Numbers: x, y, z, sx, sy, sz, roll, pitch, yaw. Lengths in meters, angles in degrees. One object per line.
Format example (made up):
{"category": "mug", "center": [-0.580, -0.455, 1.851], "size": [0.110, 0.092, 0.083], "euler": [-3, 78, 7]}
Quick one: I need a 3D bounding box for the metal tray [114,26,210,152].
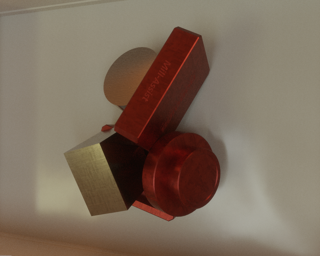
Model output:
{"category": "metal tray", "center": [0.008, -0.036, 0.354], "size": [0.030, 0.090, 0.130], "euler": [28, 84, 20]}

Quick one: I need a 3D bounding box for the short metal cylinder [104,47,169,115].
{"category": "short metal cylinder", "center": [-0.023, -0.053, 0.387], "size": [0.080, 0.050, 0.080], "euler": [-13, 61, 26]}

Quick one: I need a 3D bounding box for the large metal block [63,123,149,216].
{"category": "large metal block", "center": [-0.057, 0.047, 0.374], "size": [0.050, 0.080, 0.080], "euler": [-16, 101, 25]}

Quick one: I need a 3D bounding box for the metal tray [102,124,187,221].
{"category": "metal tray", "center": [-0.026, 0.056, 0.413], "size": [0.130, 0.030, 0.089], "euler": [18, 96, 19]}

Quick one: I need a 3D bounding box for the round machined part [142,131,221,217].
{"category": "round machined part", "center": [0.031, 0.054, 0.355], "size": [0.042, 0.099, 0.097], "euler": [8, 93, 50]}
